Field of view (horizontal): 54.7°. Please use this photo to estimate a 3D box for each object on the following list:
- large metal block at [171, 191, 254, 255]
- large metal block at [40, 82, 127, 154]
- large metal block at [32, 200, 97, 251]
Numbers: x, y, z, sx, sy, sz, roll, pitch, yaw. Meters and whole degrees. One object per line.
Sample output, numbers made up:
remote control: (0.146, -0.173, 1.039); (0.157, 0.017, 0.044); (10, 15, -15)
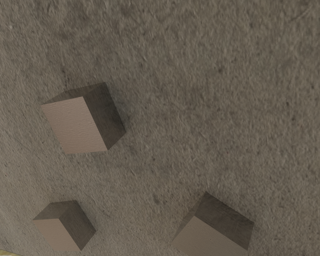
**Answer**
large metal block: (0.074, 0.152, 0.444); (0.080, 0.050, 0.079); (33, 129, 6)
large metal block: (-0.106, -0.012, 0.437); (0.080, 0.050, 0.080); (-7, 115, 31)
large metal block: (-0.186, 0.191, 0.604); (0.080, 0.050, 0.080); (-14, 111, 33)
